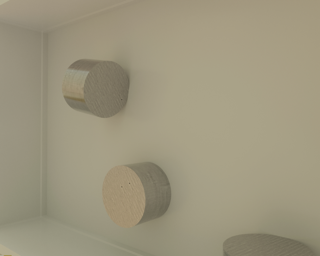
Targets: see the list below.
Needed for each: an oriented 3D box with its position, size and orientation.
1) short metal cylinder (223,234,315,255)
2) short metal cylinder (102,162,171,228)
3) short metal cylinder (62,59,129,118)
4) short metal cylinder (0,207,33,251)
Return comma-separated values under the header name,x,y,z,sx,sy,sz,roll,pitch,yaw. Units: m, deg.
name,x,y,z,sx,sy,sz,roll,pitch,yaw
short metal cylinder,0.100,0.137,0.289,0.080,0.081,0.050,0,90,40
short metal cylinder,-0.032,0.088,0.417,0.080,0.050,0.080,0,90,40
short metal cylinder,-0.092,-0.058,0.447,0.050,0.081,0.079,14,99,39
short metal cylinder,-0.310,0.210,0.650,0.080,0.050,0.080,0,90,40
